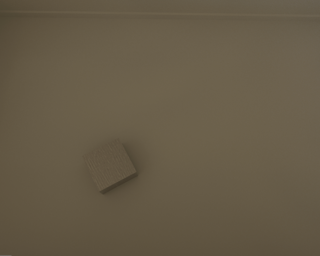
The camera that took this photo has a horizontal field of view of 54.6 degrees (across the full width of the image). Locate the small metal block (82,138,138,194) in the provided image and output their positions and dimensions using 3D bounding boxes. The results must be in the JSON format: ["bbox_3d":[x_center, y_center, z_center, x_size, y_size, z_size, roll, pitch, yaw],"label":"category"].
[{"bbox_3d":[-0.062,0.048,0.392,0.050,0.025,0.050,-27,72,-10],"label":"small metal block"}]
